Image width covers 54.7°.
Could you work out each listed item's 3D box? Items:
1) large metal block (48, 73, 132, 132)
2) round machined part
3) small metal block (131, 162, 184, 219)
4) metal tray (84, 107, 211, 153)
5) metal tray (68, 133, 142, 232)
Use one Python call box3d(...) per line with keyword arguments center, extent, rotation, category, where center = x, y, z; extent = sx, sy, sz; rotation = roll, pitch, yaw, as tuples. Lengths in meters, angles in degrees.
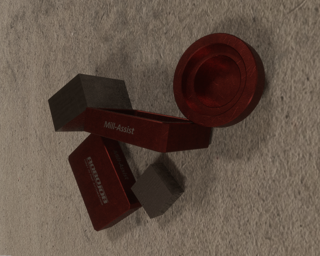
box3d(center=(-0.101, -0.033, 0.450), extent=(0.080, 0.081, 0.050), rotation=(-28, 73, 36), category="large metal block")
box3d(center=(0.066, -0.049, 0.336), extent=(0.098, 0.042, 0.097), rotation=(-3, 86, 38), category="round machined part")
box3d(center=(-0.004, 0.082, 0.407), extent=(0.050, 0.025, 0.050), rotation=(52, 120, 27), category="small metal block")
box3d(center=(-0.016, -0.001, 0.374), extent=(0.130, 0.091, 0.030), rotation=(12, 98, 39), category="metal tray")
box3d(center=(-0.085, 0.077, 0.470), extent=(0.090, 0.030, 0.130), rotation=(-40, 66, 32), category="metal tray")
